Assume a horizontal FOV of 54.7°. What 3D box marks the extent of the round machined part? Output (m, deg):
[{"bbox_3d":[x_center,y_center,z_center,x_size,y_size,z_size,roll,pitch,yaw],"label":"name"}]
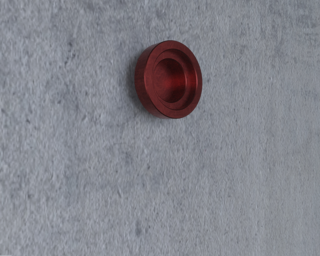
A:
[{"bbox_3d":[0.006,-0.060,0.401,0.099,0.042,0.097,0,90,-40],"label":"round machined part"}]
